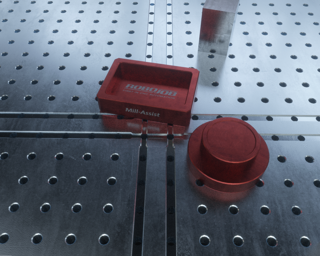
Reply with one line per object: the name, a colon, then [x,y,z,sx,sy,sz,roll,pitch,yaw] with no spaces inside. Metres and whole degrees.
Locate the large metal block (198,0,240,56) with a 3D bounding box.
large metal block: [0.101,-0.183,0.526,0.050,0.080,0.080,13,51,11]

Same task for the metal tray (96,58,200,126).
metal tray: [-0.014,-0.055,0.450,0.131,0.030,0.090,10,51,8]

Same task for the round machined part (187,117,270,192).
round machined part: [0.083,0.025,0.376,0.099,0.042,0.098,0,50,0]
